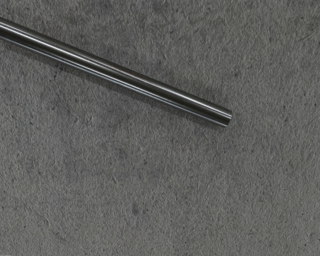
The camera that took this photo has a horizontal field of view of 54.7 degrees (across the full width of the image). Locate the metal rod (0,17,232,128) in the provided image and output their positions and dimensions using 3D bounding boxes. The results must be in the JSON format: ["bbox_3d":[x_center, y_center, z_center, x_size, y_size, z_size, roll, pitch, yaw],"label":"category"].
[{"bbox_3d":[-0.051,-0.065,0.385,0.302,0.025,0.025,21,109,-8],"label":"metal rod"}]
